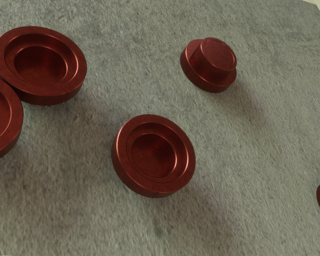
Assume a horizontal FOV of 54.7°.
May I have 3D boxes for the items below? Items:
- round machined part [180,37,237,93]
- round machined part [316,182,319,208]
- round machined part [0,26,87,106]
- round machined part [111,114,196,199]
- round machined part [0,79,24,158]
[{"bbox_3d":[0.086,-0.109,0.508,0.099,0.042,0.098,14,56,-21],"label":"round machined part"},{"bbox_3d":[0.286,0.112,0.482,0.099,0.042,0.098,14,56,-21],"label":"round machined part"},{"bbox_3d":[-0.139,-0.067,0.359,0.099,0.042,0.098,14,56,-21],"label":"round machined part"},{"bbox_3d":[-0.011,0.036,0.367,0.099,0.042,0.098,14,56,-21],"label":"round machined part"},{"bbox_3d":[-0.186,-0.005,0.296,0.099,0.042,0.098,14,56,-21],"label":"round machined part"}]
